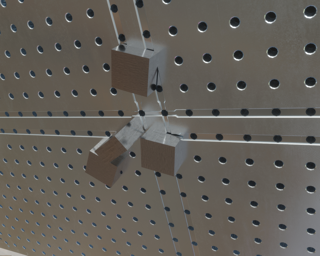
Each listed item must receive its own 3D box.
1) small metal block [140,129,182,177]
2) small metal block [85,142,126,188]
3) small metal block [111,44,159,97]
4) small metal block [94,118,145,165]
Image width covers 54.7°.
[{"bbox_3d":[0.002,0.034,0.430,0.050,0.025,0.050,13,124,20],"label":"small metal block"},{"bbox_3d":[-0.087,0.059,0.492,0.050,0.025,0.050,29,128,9],"label":"small metal block"},{"bbox_3d":[-0.032,-0.071,0.382,0.050,0.025,0.050,17,125,17],"label":"small metal block"},{"bbox_3d":[-0.056,0.019,0.435,0.050,0.050,0.025,-34,99,38],"label":"small metal block"}]
